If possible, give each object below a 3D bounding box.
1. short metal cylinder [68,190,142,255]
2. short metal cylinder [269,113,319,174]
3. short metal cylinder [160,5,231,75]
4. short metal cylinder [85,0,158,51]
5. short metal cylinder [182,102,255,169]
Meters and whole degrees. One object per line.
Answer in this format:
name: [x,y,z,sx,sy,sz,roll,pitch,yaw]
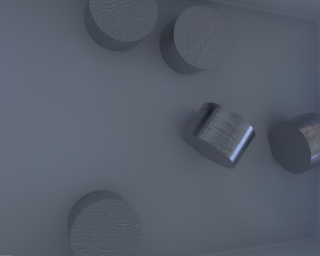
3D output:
short metal cylinder: [-0.068,0.120,0.372,0.081,0.050,0.080,0,90,-20]
short metal cylinder: [0.209,0.022,0.458,0.050,0.080,0.080,-17,96,-19]
short metal cylinder: [0.046,-0.115,0.414,0.081,0.050,0.080,0,90,-20]
short metal cylinder: [-0.049,-0.139,0.379,0.081,0.050,0.080,0,90,-20]
short metal cylinder: [0.077,0.010,0.409,0.080,0.080,0.050,39,78,-16]
